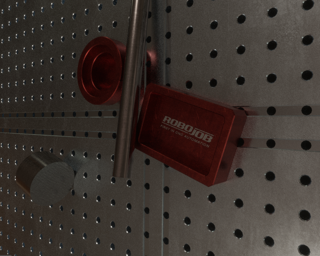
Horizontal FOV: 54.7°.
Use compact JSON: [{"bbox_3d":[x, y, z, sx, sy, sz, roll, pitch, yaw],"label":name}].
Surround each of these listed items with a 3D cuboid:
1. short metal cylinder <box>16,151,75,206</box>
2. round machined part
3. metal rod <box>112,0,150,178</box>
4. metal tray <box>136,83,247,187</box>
[{"bbox_3d":[-0.196,0.086,0.532,0.050,0.081,0.079,23,105,37],"label":"short metal cylinder"},{"bbox_3d":[-0.075,-0.082,0.458,0.098,0.042,0.097,0,90,39],"label":"round machined part"},{"bbox_3d":[-0.035,-0.085,0.410,0.025,0.025,0.298,1,83,39],"label":"metal rod"},{"bbox_3d":[0.030,0.003,0.379,0.130,0.030,0.089,24,105,37],"label":"metal tray"}]
